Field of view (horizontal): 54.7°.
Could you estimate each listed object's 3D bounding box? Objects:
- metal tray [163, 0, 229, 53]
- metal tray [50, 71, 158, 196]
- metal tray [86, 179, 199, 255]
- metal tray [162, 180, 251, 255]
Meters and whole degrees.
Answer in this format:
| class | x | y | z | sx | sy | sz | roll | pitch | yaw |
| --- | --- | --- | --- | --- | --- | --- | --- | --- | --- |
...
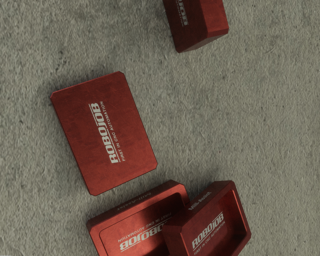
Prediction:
| class | x | y | z | sx | sy | sz | roll | pitch | yaw |
| --- | --- | --- | --- | --- | --- | --- | --- | --- | --- |
| metal tray | 0.035 | -0.168 | 0.386 | 0.030 | 0.090 | 0.129 | -18 | 96 | -19 |
| metal tray | -0.068 | 0.006 | 0.381 | 0.091 | 0.030 | 0.129 | -23 | 98 | -19 |
| metal tray | -0.017 | 0.135 | 0.400 | 0.131 | 0.030 | 0.090 | -23 | 98 | -19 |
| metal tray | 0.066 | 0.135 | 0.399 | 0.131 | 0.030 | 0.090 | -26 | 99 | -46 |
